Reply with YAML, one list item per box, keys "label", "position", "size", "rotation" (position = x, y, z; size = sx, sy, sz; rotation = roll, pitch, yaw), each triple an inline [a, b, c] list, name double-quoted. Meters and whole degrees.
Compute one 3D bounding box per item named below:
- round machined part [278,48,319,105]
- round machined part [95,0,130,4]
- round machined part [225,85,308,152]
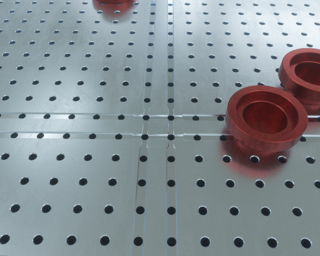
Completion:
- label: "round machined part"
  position: [0.225, -0.072, 0.458]
  size: [0.099, 0.042, 0.098]
  rotation: [0, 50, 0]
- label: "round machined part"
  position: [-0.099, -0.305, 0.653]
  size: [0.099, 0.042, 0.098]
  rotation: [0, 50, 0]
- label: "round machined part"
  position: [0.134, -0.008, 0.404]
  size: [0.099, 0.042, 0.098]
  rotation: [0, 50, 0]
